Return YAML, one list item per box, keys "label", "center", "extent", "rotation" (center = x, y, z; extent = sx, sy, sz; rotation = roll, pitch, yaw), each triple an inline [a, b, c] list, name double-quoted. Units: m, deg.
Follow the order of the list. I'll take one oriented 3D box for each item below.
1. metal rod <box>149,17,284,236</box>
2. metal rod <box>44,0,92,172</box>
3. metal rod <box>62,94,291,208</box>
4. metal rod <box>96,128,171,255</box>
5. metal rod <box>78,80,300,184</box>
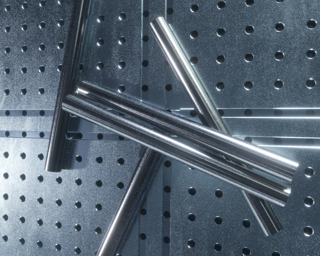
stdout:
- label: "metal rod"
  center: [0.065, -0.009, 0.389]
  extent: [0.025, 0.025, 0.299]
  rotation: [-31, 80, 17]
- label: "metal rod"
  center: [-0.133, -0.083, 0.457]
  extent: [0.025, 0.025, 0.298]
  rotation: [13, 94, 19]
- label: "metal rod"
  center: [0.005, 0.020, 0.382]
  extent: [0.301, 0.025, 0.025]
  rotation: [23, 98, 18]
- label: "metal rod"
  center: [-0.057, 0.137, 0.431]
  extent: [0.025, 0.025, 0.298]
  rotation: [27, 99, 17]
- label: "metal rod"
  center: [0.015, -0.006, 0.387]
  extent: [0.300, 0.025, 0.025]
  rotation: [22, 98, 25]
